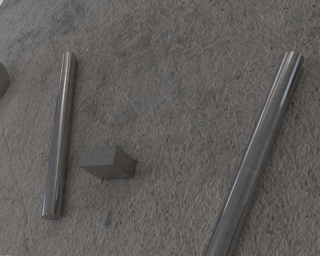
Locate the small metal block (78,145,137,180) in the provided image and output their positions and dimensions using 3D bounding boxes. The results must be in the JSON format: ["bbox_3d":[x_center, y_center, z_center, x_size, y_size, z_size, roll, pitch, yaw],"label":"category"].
[{"bbox_3d":[-0.065,0.045,0.394,0.050,0.050,0.025,-6,59,25],"label":"small metal block"}]

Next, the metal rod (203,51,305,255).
[{"bbox_3d":[0.095,0.044,0.326,0.025,0.025,0.300,15,69,34],"label":"metal rod"}]

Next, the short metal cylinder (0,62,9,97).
[{"bbox_3d":[-0.351,-0.097,0.612,0.050,0.080,0.080,5,64,30],"label":"short metal cylinder"}]

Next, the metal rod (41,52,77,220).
[{"bbox_3d":[-0.155,-0.007,0.489,0.025,0.025,0.299,-18,55,18],"label":"metal rod"}]
